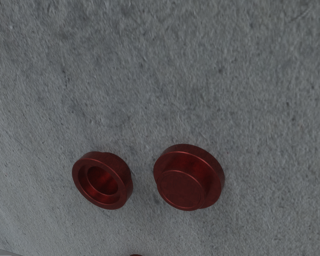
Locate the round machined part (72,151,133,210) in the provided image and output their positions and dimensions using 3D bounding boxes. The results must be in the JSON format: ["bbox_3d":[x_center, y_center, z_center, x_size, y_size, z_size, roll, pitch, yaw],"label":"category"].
[{"bbox_3d":[-0.085,0.077,0.486,0.098,0.042,0.097,13,124,20],"label":"round machined part"}]

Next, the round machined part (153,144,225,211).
[{"bbox_3d":[0.035,0.074,0.422,0.098,0.042,0.097,13,124,20],"label":"round machined part"}]
